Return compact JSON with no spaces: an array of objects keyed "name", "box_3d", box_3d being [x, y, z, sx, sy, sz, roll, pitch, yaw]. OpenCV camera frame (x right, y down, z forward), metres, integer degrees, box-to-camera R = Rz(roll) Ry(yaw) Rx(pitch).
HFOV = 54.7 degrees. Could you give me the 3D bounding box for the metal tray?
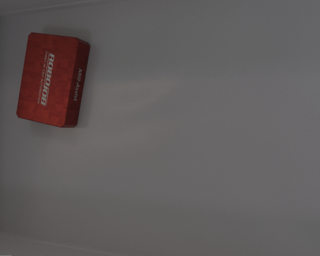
[{"name":"metal tray","box_3d":[-0.161,-0.071,0.465,0.090,0.030,0.129,12,94,19]}]
